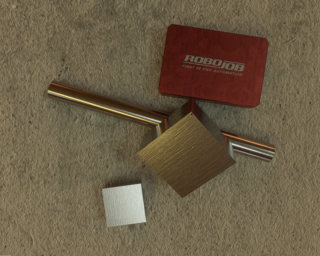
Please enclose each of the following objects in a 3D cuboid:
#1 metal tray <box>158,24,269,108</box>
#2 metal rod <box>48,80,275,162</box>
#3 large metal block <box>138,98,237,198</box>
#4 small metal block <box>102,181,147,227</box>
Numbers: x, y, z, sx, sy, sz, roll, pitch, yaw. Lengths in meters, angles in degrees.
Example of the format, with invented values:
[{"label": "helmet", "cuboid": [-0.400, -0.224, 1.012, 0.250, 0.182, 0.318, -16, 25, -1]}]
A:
[{"label": "metal tray", "cuboid": [0.068, -0.080, 0.408, 0.131, 0.030, 0.089, 8, 90, -1]}, {"label": "metal rod", "cuboid": [0.003, -0.009, 0.410, 0.302, 0.025, 0.025, 16, 90, -1]}, {"label": "large metal block", "cuboid": [0.033, 0.025, 0.378, 0.080, 0.050, 0.080, -38, 104, 19]}, {"label": "small metal block", "cuboid": [-0.046, 0.099, 0.409, 0.050, 0.025, 0.050, -8, 90, -1]}]
